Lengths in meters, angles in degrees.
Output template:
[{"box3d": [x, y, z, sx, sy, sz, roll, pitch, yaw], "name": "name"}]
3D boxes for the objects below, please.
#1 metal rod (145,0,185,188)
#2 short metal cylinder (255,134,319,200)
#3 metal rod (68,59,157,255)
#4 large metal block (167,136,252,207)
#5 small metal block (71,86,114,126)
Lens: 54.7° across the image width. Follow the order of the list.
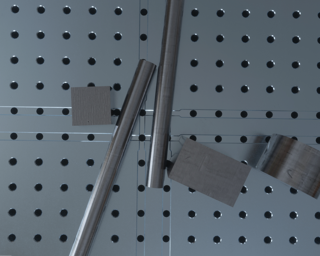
[{"box3d": [0.009, -0.070, 0.413, 0.025, 0.025, 0.298, 6, 90, -1], "name": "metal rod"}, {"box3d": [0.168, 0.047, 0.388, 0.080, 0.080, 0.050, 27, 90, -1], "name": "short metal cylinder"}, {"box3d": [-0.067, 0.054, 0.412, 0.025, 0.025, 0.299, 20, 90, -1], "name": "metal rod"}, {"box3d": [0.056, 0.050, 0.387, 0.080, 0.080, 0.050, 25, 90, -1], "name": "large metal block"}, {"box3d": [-0.089, -0.029, 0.412, 0.050, 0.025, 0.050, -2, 90, -1], "name": "small metal block"}]
